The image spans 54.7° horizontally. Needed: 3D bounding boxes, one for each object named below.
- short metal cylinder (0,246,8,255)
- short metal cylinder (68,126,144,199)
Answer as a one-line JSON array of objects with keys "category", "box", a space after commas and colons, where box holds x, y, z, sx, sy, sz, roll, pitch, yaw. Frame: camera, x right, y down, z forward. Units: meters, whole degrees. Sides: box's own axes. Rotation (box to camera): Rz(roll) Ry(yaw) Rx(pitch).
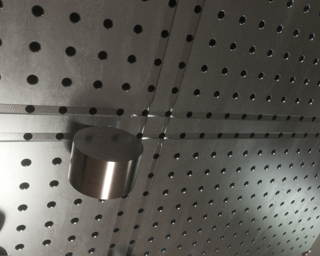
[{"category": "short metal cylinder", "box": [-0.226, 0.163, 0.353, 0.080, 0.080, 0.050, -35, 129, -6]}, {"category": "short metal cylinder", "box": [-0.064, 0.038, 0.366, 0.081, 0.080, 0.050, 0, 118, -29]}]
